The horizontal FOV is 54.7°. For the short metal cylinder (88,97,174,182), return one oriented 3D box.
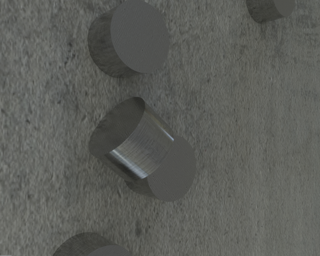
[{"bbox_3d":[-0.032,0.012,0.344,0.050,0.080,0.080,45,63,-31],"label":"short metal cylinder"}]

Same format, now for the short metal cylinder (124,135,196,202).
[{"bbox_3d":[0.000,0.048,0.390,0.081,0.050,0.079,0,91,-41],"label":"short metal cylinder"}]

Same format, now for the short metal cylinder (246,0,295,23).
[{"bbox_3d":[0.200,-0.235,0.559,0.081,0.050,0.079,0,90,-40],"label":"short metal cylinder"}]

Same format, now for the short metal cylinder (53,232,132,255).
[{"bbox_3d":[-0.072,0.158,0.330,0.081,0.050,0.079,0,90,-40],"label":"short metal cylinder"}]

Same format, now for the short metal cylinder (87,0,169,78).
[{"bbox_3d":[-0.036,-0.101,0.360,0.081,0.050,0.079,0,90,-40],"label":"short metal cylinder"}]
